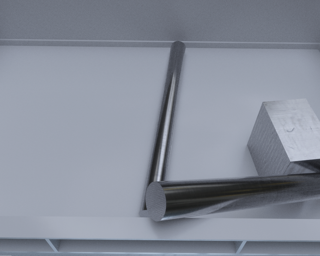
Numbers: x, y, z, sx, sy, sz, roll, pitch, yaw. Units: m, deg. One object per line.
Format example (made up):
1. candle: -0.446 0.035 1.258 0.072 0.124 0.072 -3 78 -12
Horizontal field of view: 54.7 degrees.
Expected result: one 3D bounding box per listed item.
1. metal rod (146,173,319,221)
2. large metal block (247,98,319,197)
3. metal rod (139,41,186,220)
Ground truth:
1. metal rod: 0.125 0.054 0.279 0.302 0.025 0.025 3 45 -32
2. large metal block: 0.143 0.025 0.351 0.050 0.080 0.080 -5 50 -5
3. metal rod: 0.010 -0.021 0.423 0.025 0.025 0.300 6 50 5
